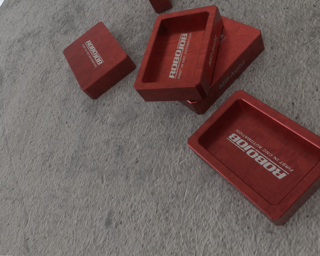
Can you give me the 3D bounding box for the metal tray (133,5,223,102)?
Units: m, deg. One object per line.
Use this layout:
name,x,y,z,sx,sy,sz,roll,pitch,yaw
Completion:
metal tray,0.026,-0.098,0.407,0.090,0.030,0.130,1,62,28

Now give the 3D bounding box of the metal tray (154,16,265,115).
metal tray,0.065,-0.090,0.422,0.130,0.030,0.090,-47,51,-5

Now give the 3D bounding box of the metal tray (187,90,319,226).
metal tray,0.104,0.025,0.330,0.090,0.030,0.130,-45,51,-3

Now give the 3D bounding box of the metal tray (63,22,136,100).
metal tray,-0.107,-0.118,0.530,0.090,0.030,0.130,-37,51,3

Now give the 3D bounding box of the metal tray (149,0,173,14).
metal tray,-0.014,-0.276,0.538,0.030,0.090,0.130,-18,55,18
